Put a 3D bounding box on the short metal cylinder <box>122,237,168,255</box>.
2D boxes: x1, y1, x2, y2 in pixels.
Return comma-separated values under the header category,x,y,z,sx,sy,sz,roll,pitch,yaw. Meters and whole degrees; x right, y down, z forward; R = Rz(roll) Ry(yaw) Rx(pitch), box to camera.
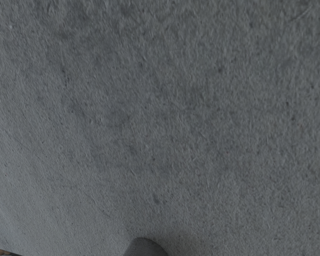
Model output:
category,x,y,z,sx,sy,sz,roll,pitch,yaw
short metal cylinder,-0.030,0.245,0.556,0.080,0.050,0.079,13,124,20
